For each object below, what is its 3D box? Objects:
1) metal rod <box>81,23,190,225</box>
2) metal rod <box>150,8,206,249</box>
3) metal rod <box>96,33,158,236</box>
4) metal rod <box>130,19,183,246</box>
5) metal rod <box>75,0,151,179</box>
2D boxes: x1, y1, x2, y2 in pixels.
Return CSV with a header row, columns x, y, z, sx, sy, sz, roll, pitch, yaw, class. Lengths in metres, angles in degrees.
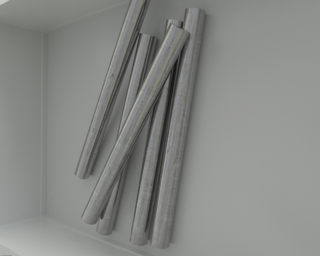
x,y,z,sx,sy,sz,roll,pitch,yaw,class
-0.041,0.010,0.406,0.025,0.025,0.298,41,115,32,metal rod
0.021,0.006,0.389,0.025,0.025,0.298,14,99,39,metal rod
-0.050,0.017,0.448,0.025,0.025,0.298,23,104,38,metal rod
-0.005,0.012,0.410,0.025,0.025,0.298,16,100,39,metal rod
-0.075,-0.049,0.455,0.025,0.025,0.298,39,118,33,metal rod
